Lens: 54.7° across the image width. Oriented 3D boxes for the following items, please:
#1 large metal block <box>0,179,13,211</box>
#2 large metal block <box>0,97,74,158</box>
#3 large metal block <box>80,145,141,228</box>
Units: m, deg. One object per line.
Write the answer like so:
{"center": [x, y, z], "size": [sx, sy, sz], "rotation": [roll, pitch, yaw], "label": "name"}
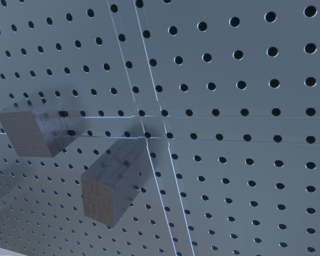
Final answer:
{"center": [-0.375, 0.161, 0.669], "size": [0.050, 0.080, 0.080], "rotation": [38, 129, 2], "label": "large metal block"}
{"center": [-0.199, -0.001, 0.497], "size": [0.080, 0.050, 0.080], "rotation": [-1, 118, 28], "label": "large metal block"}
{"center": [-0.071, 0.086, 0.464], "size": [0.050, 0.080, 0.079], "rotation": [17, 125, 18], "label": "large metal block"}
